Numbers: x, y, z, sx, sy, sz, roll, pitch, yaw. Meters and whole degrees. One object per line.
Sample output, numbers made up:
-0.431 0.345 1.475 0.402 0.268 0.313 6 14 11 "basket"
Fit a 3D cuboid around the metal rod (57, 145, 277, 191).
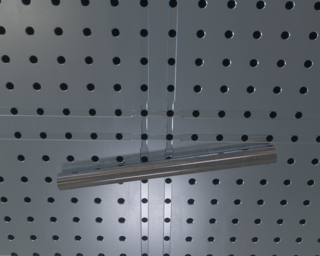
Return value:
0.008 0.056 0.433 0.301 0.025 0.025 -8 110 2 "metal rod"
